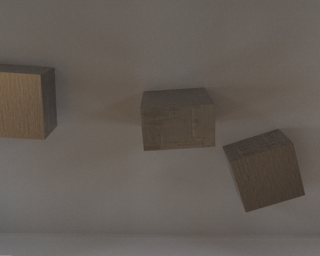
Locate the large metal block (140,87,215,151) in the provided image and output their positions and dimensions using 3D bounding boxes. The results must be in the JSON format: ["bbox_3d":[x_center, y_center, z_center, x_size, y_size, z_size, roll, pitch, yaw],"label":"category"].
[{"bbox_3d":[0.020,-0.014,0.377,0.081,0.080,0.050,-4,110,1],"label":"large metal block"}]

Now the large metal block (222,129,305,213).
[{"bbox_3d":[0.139,0.057,0.421,0.080,0.050,0.080,-19,109,6],"label":"large metal block"}]

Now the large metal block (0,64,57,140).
[{"bbox_3d":[-0.177,-0.034,0.383,0.081,0.050,0.079,4,110,-2],"label":"large metal block"}]
